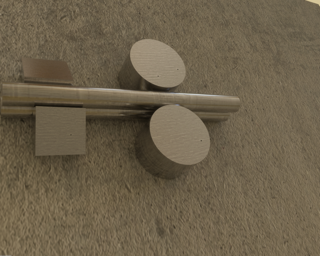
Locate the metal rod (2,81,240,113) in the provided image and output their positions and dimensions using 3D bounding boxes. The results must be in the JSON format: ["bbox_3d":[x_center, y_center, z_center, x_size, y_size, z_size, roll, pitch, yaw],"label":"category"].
[{"bbox_3d":[-0.025,-0.035,0.381,0.303,0.025,0.025,0,62,-28],"label":"metal rod"}]

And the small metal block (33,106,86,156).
[{"bbox_3d":[-0.108,0.003,0.332,0.050,0.025,0.050,1,88,-29],"label":"small metal block"}]

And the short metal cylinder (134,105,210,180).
[{"bbox_3d":[0.014,0.018,0.386,0.081,0.050,0.080,14,56,-21],"label":"short metal cylinder"}]

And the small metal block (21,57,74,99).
[{"bbox_3d":[-0.131,-0.057,0.357,0.050,0.025,0.050,0,35,-28],"label":"small metal block"}]

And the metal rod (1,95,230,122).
[{"bbox_3d":[-0.035,-0.022,0.400,0.303,0.025,0.025,0,62,-28],"label":"metal rod"}]

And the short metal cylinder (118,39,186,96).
[{"bbox_3d":[-0.012,-0.075,0.428,0.081,0.050,0.080,14,56,-21],"label":"short metal cylinder"}]
